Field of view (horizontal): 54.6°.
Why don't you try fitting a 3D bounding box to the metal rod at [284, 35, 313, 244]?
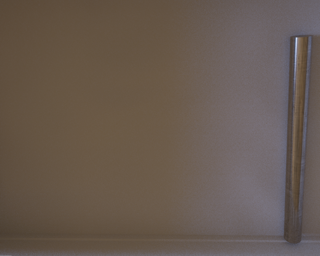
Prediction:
[{"bbox_3d":[0.186,0.029,0.423,0.025,0.025,0.298,-6,110,2],"label":"metal rod"}]
